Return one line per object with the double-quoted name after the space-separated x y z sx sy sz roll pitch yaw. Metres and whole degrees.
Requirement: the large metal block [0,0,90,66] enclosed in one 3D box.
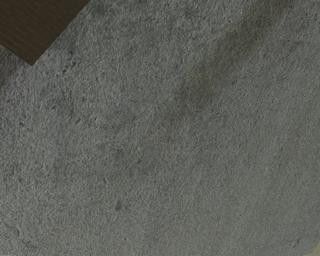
-0.117 -0.113 0.256 0.080 0.050 0.080 -47 129 5 "large metal block"
